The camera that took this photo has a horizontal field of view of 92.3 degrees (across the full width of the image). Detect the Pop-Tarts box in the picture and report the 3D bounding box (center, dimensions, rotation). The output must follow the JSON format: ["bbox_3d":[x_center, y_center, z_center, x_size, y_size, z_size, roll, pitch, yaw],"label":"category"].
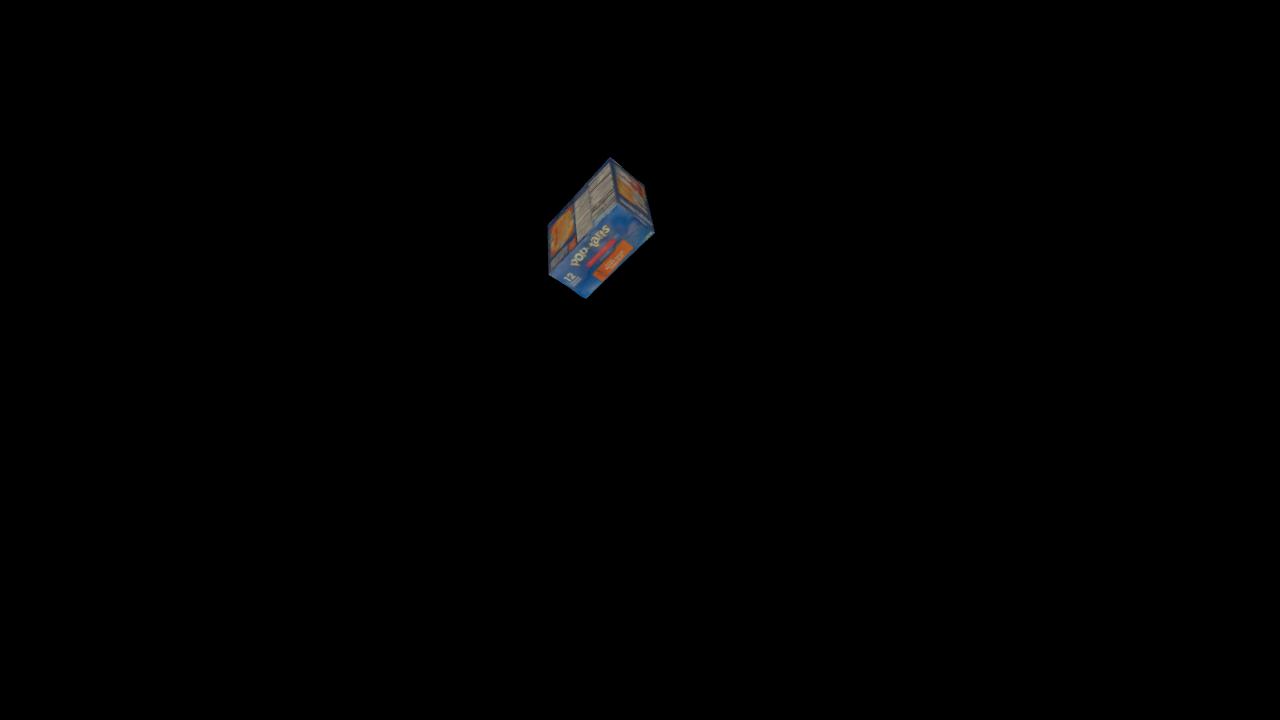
[{"bbox_3d":[-0.067,-0.210,0.988,0.083,0.141,0.167,30,-56,-33],"label":"Pop-Tarts box"}]
